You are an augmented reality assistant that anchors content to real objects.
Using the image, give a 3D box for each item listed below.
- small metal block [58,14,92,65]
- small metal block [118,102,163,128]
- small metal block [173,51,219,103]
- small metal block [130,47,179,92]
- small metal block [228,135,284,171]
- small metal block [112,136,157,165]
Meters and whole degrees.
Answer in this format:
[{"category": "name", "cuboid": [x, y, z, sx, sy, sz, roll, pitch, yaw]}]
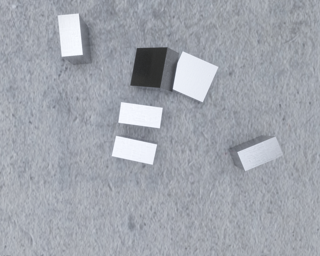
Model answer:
[{"category": "small metal block", "cuboid": [-0.108, -0.112, 0.396, 0.025, 0.050, 0.050, -5, 90, 0]}, {"category": "small metal block", "cuboid": [-0.024, -0.016, 0.397, 0.050, 0.050, 0.025, 8, 90, -1]}, {"category": "small metal block", "cuboid": [0.042, -0.066, 0.411, 0.050, 0.025, 0.050, 24, 90, -1]}, {"category": "small metal block", "cuboid": [-0.007, -0.075, 0.397, 0.050, 0.025, 0.050, 10, 90, 38]}, {"category": "small metal block", "cuboid": [0.121, 0.031, 0.399, 0.050, 0.050, 0.025, -22, 90, 0]}, {"category": "small metal block", "cuboid": [-0.031, 0.027, 0.397, 0.050, 0.050, 0.025, 12, 90, -1]}]
